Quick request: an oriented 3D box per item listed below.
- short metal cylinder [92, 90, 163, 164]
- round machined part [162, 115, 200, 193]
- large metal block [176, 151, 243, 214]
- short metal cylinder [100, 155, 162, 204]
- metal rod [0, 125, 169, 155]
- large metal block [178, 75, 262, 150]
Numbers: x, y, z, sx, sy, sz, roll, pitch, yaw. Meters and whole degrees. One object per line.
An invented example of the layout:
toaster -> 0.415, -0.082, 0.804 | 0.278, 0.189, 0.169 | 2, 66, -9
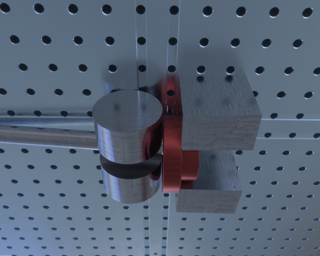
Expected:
short metal cylinder -> -0.038, -0.003, 0.373 | 0.081, 0.080, 0.050 | 1, 131, -1
round machined part -> 0.024, 0.032, 0.391 | 0.042, 0.098, 0.097 | 1, 130, -1
large metal block -> 0.063, 0.071, 0.438 | 0.081, 0.080, 0.050 | 2, 130, -2
short metal cylinder -> -0.038, 0.055, 0.421 | 0.081, 0.080, 0.050 | 1, 131, -1
metal rod -> -0.121, 0.014, 0.407 | 0.302, 0.025, 0.025 | 4, 130, 1
large metal block -> 0.064, -0.020, 0.360 | 0.081, 0.080, 0.050 | 0, 130, 0
